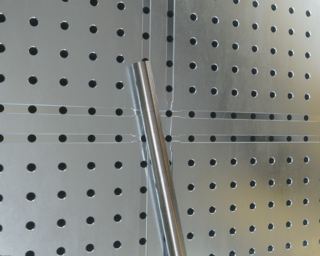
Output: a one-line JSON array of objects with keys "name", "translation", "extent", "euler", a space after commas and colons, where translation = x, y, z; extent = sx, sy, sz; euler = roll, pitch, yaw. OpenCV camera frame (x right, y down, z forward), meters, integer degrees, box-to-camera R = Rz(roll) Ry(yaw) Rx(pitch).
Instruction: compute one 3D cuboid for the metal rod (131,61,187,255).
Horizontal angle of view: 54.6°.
[{"name": "metal rod", "translation": [0.003, 0.062, 0.413], "extent": [0.025, 0.025, 0.298], "euler": [-12, 94, -20]}]
